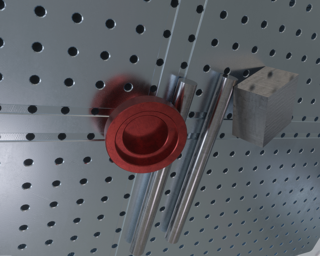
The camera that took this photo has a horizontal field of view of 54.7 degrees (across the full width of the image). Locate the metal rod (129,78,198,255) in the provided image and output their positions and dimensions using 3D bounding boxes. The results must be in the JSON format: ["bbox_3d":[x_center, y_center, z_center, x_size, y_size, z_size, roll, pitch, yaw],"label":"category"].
[{"bbox_3d":[-0.002,0.072,0.454,0.025,0.025,0.298,1,118,-29],"label":"metal rod"}]

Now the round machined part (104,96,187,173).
[{"bbox_3d":[-0.019,0.005,0.384,0.099,0.042,0.097,-7,119,-12],"label":"round machined part"}]

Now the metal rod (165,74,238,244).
[{"bbox_3d":[0.057,0.062,0.480,0.025,0.025,0.298,1,118,-29],"label":"metal rod"}]

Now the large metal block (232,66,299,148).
[{"bbox_3d":[0.149,-0.032,0.441,0.081,0.050,0.079,-32,132,-32],"label":"large metal block"}]
